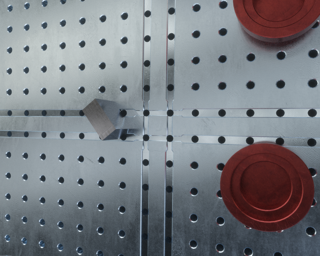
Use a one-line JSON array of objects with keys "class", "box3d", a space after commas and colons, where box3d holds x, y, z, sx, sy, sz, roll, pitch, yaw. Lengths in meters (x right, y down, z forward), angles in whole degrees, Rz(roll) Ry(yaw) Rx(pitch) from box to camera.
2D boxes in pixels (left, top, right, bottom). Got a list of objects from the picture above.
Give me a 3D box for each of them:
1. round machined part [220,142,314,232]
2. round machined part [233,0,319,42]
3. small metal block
[{"class": "round machined part", "box3d": [0.123, 0.065, 0.360, 0.098, 0.042, 0.097, 0, 90, 20]}, {"class": "round machined part", "box3d": [0.136, -0.147, 0.355, 0.098, 0.042, 0.097, 0, 90, 20]}, {"class": "small metal block", "box3d": [-0.071, -0.011, 0.424, 0.025, 0.050, 0.050, -39, 78, 16]}]
